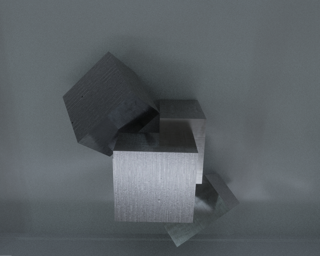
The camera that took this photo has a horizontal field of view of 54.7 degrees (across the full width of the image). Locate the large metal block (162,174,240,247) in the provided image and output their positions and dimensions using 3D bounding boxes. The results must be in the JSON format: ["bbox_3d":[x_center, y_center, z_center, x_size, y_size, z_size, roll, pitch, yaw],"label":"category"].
[{"bbox_3d":[0.053,0.105,0.412,0.080,0.080,0.050,-39,71,13],"label":"large metal block"}]

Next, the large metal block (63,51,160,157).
[{"bbox_3d":[-0.059,-0.028,0.362,0.080,0.080,0.050,-41,140,13],"label":"large metal block"}]

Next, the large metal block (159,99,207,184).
[{"bbox_3d":[0.024,0.014,0.384,0.050,0.080,0.079,1,110,-1],"label":"large metal block"}]

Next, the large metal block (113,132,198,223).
[{"bbox_3d":[-0.005,0.051,0.329,0.081,0.050,0.079,2,110,-1],"label":"large metal block"}]

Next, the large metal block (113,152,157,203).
[{"bbox_3d":[-0.029,0.059,0.402,0.050,0.080,0.079,1,110,-1],"label":"large metal block"}]
